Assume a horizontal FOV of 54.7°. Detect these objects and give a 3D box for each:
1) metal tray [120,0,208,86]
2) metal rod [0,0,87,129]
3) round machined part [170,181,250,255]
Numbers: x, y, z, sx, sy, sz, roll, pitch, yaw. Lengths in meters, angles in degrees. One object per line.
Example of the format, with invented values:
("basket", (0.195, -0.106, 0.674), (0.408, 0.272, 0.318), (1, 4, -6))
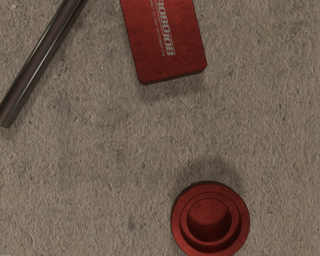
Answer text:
("metal tray", (0.003, -0.129, 0.407), (0.091, 0.030, 0.129), (-13, 90, -1))
("metal rod", (-0.132, -0.134, 0.408), (0.025, 0.025, 0.299), (31, 90, -1))
("round machined part", (0.062, 0.117, 0.402), (0.099, 0.042, 0.097), (0, 90, -1))
